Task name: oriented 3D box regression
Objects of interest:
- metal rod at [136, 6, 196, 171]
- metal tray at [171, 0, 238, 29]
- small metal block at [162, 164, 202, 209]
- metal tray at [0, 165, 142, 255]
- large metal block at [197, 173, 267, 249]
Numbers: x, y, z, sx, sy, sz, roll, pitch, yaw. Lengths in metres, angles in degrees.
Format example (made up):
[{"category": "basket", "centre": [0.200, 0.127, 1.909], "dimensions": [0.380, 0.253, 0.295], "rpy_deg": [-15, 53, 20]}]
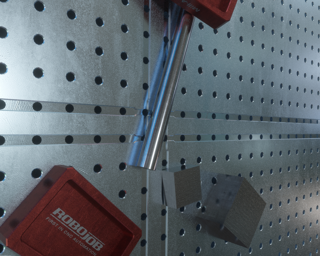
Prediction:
[{"category": "metal rod", "centre": [0.020, -0.089, 0.427], "dimensions": [0.025, 0.025, 0.299], "rpy_deg": [25, 74, -38]}, {"category": "metal tray", "centre": [0.049, -0.208, 0.421], "dimensions": [0.131, 0.030, 0.090], "rpy_deg": [27, 75, -19]}, {"category": "small metal block", "centre": [0.031, 0.081, 0.438], "dimensions": [0.050, 0.025, 0.050], "rpy_deg": [-8, 95, -40]}, {"category": "metal tray", "centre": [-0.088, 0.113, 0.333], "dimensions": [0.130, 0.030, 0.090], "rpy_deg": [51, 60, -28]}, {"category": "large metal block", "centre": [0.117, 0.131, 0.494], "dimensions": [0.080, 0.050, 0.080], "rpy_deg": [47, 62, -30]}]
